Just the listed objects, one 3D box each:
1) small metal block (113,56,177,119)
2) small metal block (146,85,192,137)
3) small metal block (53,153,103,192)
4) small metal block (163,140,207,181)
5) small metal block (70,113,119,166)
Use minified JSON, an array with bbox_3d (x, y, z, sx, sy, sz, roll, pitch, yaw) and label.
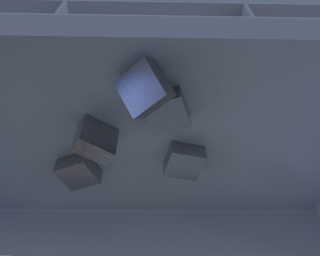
[{"bbox_3d":[-0.018,-0.045,0.353,0.050,0.025,0.050,-35,78,26],"label":"small metal block"},{"bbox_3d":[0.009,-0.021,0.391,0.050,0.025,0.050,-14,129,11],"label":"small metal block"},{"bbox_3d":[-0.121,0.065,0.463,0.050,0.025,0.050,-17,128,14],"label":"small metal block"},{"bbox_3d":[0.035,0.048,0.450,0.050,0.025,0.050,11,129,-9],"label":"small metal block"},{"bbox_3d":[-0.084,0.015,0.404,0.050,0.050,0.025,28,125,-22],"label":"small metal block"}]
